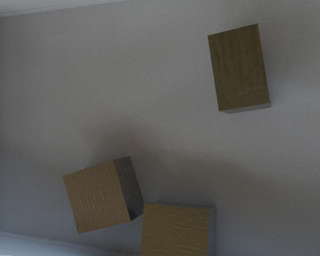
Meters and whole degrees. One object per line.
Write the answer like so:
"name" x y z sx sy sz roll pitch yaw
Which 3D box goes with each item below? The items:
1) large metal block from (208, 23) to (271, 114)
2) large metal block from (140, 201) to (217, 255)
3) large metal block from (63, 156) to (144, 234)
"large metal block" 0.092 -0.060 0.349 0.050 0.080 0.080 -9 87 20
"large metal block" 0.024 0.135 0.382 0.080 0.050 0.080 1 81 20
"large metal block" -0.075 0.090 0.424 0.080 0.050 0.080 -19 84 19
